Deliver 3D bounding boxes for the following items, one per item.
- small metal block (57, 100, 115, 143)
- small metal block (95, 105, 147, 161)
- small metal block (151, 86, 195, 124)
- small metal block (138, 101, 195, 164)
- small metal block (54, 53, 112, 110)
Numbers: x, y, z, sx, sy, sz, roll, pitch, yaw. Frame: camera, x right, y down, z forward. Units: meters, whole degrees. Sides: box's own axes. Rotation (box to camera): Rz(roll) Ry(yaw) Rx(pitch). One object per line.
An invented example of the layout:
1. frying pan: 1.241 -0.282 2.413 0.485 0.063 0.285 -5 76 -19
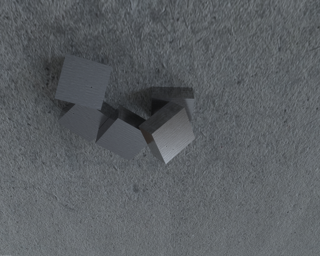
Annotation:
1. small metal block: -0.092 -0.016 0.394 0.050 0.025 0.050 -37 122 27
2. small metal block: -0.043 0.007 0.380 0.050 0.025 0.050 30 124 -24
3. small metal block: 0.014 -0.024 0.388 0.050 0.025 0.050 1 130 -2
4. small metal block: 0.010 0.005 0.364 0.050 0.025 0.050 -40 131 -20
5. small metal block: -0.086 -0.051 0.349 0.050 0.025 0.050 14 92 -13
